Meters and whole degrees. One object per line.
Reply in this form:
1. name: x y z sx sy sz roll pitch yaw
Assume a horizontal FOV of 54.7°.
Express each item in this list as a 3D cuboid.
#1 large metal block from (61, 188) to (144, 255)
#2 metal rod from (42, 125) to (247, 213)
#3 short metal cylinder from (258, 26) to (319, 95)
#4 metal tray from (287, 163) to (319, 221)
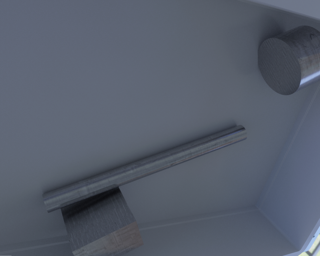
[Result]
1. large metal block: -0.078 0.128 0.411 0.081 0.080 0.050 -22 127 -16
2. metal rod: -0.008 0.051 0.437 0.302 0.025 0.025 -18 126 -19
3. short metal cylinder: 0.179 -0.091 0.417 0.050 0.080 0.080 -25 128 -14
4. metal tray: 0.339 0.138 0.683 0.091 0.030 0.129 -12 124 -23
